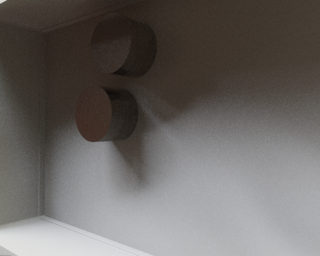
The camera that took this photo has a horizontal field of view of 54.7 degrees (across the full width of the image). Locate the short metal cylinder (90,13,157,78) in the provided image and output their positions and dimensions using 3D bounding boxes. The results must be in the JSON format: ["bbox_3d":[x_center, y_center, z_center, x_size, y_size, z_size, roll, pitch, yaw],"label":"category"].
[{"bbox_3d":[-0.051,-0.112,0.430,0.080,0.050,0.079,0,90,39],"label":"short metal cylinder"}]

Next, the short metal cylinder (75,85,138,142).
[{"bbox_3d":[-0.079,-0.020,0.453,0.080,0.050,0.079,0,90,39],"label":"short metal cylinder"}]
